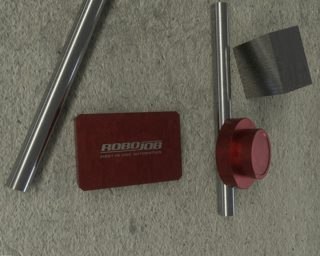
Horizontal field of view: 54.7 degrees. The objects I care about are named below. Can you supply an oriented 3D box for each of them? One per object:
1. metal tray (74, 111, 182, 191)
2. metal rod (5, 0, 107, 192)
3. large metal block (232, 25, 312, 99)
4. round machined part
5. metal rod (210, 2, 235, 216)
[{"bbox_3d":[-0.039,0.026,0.393,0.131,0.030,0.089,-3,91,-20],"label":"metal tray"},{"bbox_3d":[-0.111,-0.072,0.368,0.025,0.025,0.299,23,82,-19],"label":"metal rod"},{"bbox_3d":[0.156,-0.090,0.439,0.050,0.080,0.080,-19,97,-19],"label":"large metal block"},{"bbox_3d":[0.119,0.035,0.424,0.099,0.042,0.097,2,88,-50],"label":"round machined part"},{"bbox_3d":[0.090,-0.026,0.443,0.025,0.025,0.298,-2,91,-20],"label":"metal rod"}]
